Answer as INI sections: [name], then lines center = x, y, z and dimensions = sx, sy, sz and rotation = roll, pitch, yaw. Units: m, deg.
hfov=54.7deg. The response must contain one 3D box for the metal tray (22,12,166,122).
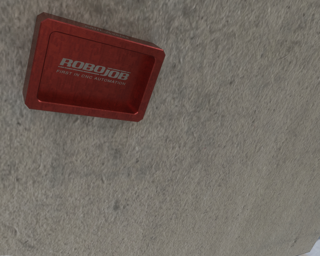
[metal tray]
center = -0.068, -0.058, 0.330
dimensions = 0.131, 0.030, 0.089
rotation = 7, 115, -32
